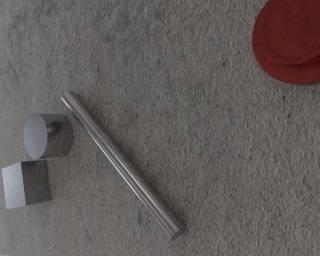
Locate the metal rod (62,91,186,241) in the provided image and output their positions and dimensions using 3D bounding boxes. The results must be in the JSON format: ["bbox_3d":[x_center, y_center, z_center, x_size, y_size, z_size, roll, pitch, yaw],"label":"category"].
[{"bbox_3d":[-0.068,0.039,0.460,0.300,0.025,0.025,46,117,30],"label":"metal rod"}]

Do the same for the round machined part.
[{"bbox_3d":[0.131,-0.090,0.285,0.098,0.042,0.097,0,90,40],"label":"round machined part"}]

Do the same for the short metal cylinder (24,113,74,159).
[{"bbox_3d":[-0.200,0.014,0.554,0.080,0.050,0.079,0,90,40],"label":"short metal cylinder"}]

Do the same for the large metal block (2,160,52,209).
[{"bbox_3d":[-0.261,0.110,0.605,0.080,0.050,0.080,-18,79,38],"label":"large metal block"}]
